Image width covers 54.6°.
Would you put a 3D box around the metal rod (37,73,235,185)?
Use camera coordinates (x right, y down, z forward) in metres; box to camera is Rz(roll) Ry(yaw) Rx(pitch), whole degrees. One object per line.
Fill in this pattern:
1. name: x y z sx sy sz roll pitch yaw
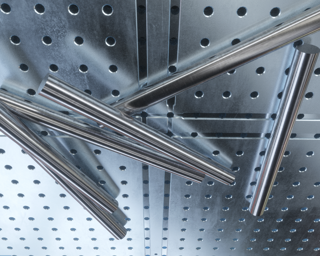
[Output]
1. metal rod: -0.007 0.015 0.398 0.301 0.025 0.025 28 125 -32

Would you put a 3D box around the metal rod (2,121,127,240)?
1. metal rod: -0.135 0.093 0.489 0.025 0.025 0.299 -19 128 16

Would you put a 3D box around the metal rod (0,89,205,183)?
1. metal rod: -0.070 0.018 0.425 0.302 0.025 0.025 22 127 -18

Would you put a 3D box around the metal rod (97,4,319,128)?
1. metal rod: 0.054 -0.067 0.354 0.300 0.025 0.025 -23 127 18

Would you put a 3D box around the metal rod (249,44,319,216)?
1. metal rod: 0.163 0.027 0.435 0.025 0.025 0.298 -1 130 0

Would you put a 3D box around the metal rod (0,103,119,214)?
1. metal rod: -0.147 0.043 0.425 0.025 0.025 0.300 -21 134 17
